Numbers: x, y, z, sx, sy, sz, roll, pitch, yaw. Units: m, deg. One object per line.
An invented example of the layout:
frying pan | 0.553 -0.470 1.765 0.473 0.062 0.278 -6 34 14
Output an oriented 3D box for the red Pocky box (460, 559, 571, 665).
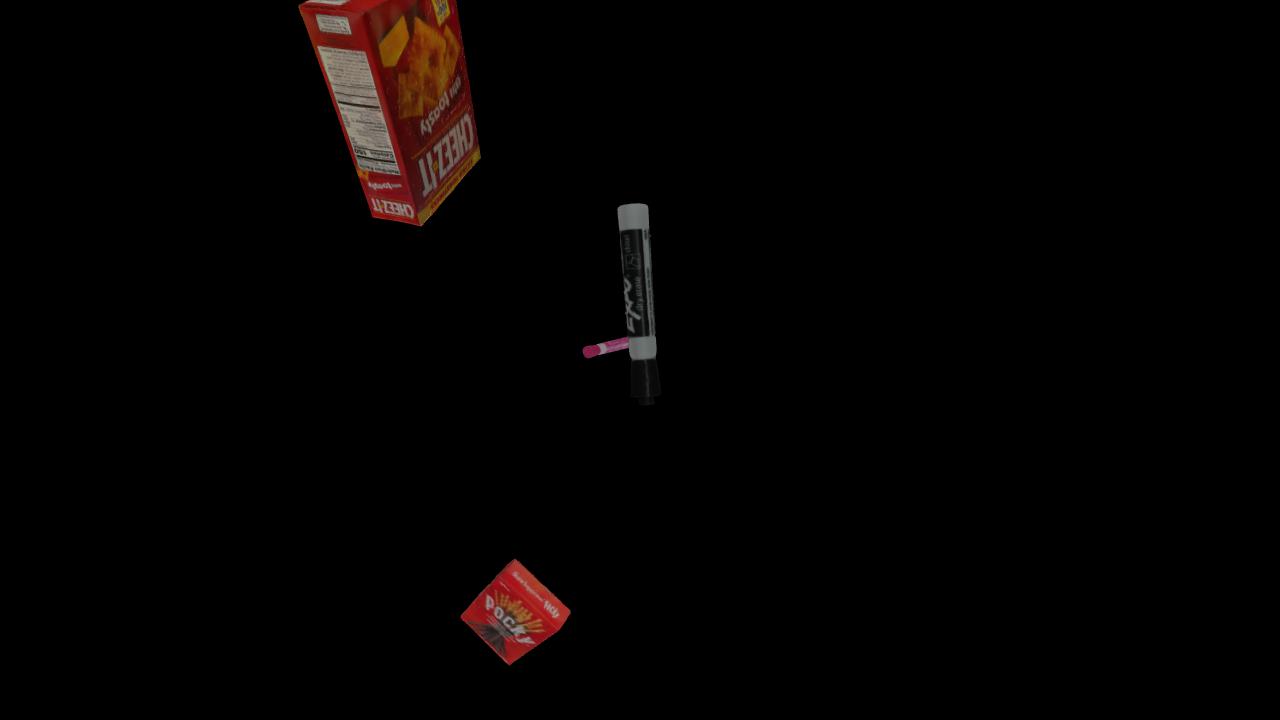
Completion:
red Pocky box | -0.140 0.277 0.669 0.028 0.083 0.155 -43 -6 -47

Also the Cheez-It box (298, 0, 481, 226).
Cheez-It box | -0.249 -0.283 0.661 0.071 0.166 0.223 13 -43 9

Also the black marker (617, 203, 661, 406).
black marker | 0.000 -0.033 0.374 0.020 0.121 0.020 -4 3 0

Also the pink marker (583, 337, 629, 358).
pink marker | -0.048 -0.021 0.960 0.020 0.020 0.121 0 10 35
